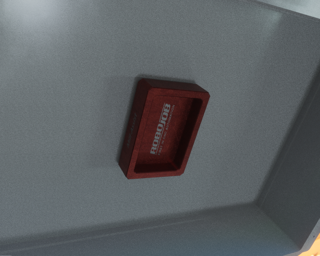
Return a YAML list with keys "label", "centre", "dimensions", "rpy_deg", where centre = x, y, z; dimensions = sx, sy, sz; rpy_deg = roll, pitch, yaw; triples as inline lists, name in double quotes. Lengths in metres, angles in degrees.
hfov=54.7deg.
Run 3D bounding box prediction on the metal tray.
- label: "metal tray"
  centre: [0.004, 0.004, 0.408]
  dimensions: [0.091, 0.030, 0.129]
  rpy_deg: [1, 118, -30]
